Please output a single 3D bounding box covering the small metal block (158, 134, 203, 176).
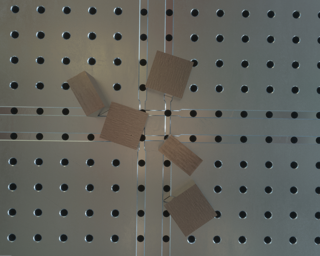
[{"bbox_3d":[0.025,0.033,0.401,0.050,0.050,0.025,39,90,-1],"label":"small metal block"}]

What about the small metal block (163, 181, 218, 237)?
[{"bbox_3d":[0.040,0.107,0.414,0.050,0.025,0.050,-34,90,0],"label":"small metal block"}]

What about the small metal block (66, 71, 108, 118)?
[{"bbox_3d":[-0.090,-0.042,0.400,0.025,0.050,0.050,-29,90,0],"label":"small metal block"}]

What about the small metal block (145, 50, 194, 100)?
[{"bbox_3d":[0.012,-0.070,0.414,0.050,0.025,0.050,18,90,-1],"label":"small metal block"}]

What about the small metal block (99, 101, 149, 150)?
[{"bbox_3d":[-0.047,-0.003,0.413,0.050,0.025,0.050,18,90,-1],"label":"small metal block"}]
